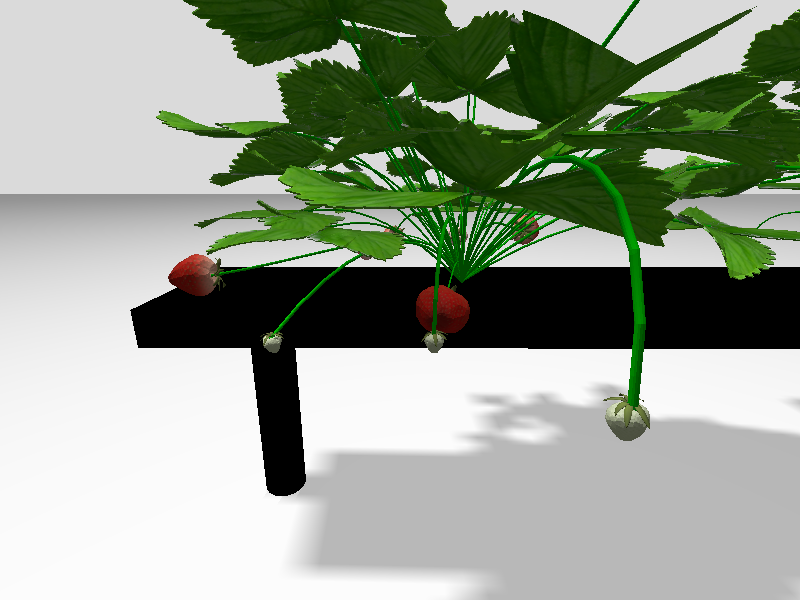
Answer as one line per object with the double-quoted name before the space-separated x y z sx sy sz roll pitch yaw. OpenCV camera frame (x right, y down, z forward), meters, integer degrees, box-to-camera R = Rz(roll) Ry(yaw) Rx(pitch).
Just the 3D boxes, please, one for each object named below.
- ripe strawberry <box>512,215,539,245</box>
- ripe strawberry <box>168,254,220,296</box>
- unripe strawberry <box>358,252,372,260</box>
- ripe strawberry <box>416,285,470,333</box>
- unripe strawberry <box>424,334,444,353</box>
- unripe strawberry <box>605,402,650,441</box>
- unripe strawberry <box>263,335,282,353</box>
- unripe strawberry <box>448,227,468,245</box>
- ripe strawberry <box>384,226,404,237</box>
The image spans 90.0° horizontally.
"ripe strawberry" 0.180 -0.101 0.570 0.037 0.042 0.040 9 18 28
"ripe strawberry" -0.163 -0.019 0.316 0.035 0.034 0.032 -4 17 -10
"unripe strawberry" -0.040 -0.057 0.459 0.018 0.021 0.020 -14 15 -40
"ripe strawberry" 0.024 0.006 0.233 0.032 0.027 0.032 4 18 13
"unripe strawberry" 0.016 0.020 0.183 0.009 0.010 0.010 4 17 12
"unripe strawberry" 0.062 0.033 0.109 0.011 0.011 0.010 0 17 -1
"unripe strawberry" -0.068 0.023 0.212 0.011 0.010 0.010 13 21 37
"unripe strawberry" 0.079 -0.087 0.552 0.029 0.026 0.026 2 -4 6
"ripe strawberry" -0.009 -0.085 0.546 0.029 0.030 0.031 -5 -15 -17
